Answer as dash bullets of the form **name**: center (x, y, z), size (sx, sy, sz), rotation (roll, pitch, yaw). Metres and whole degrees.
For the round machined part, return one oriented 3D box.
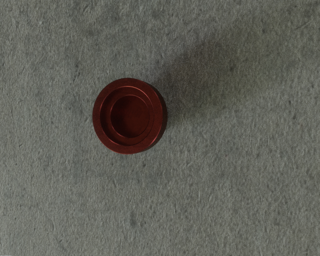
- **round machined part**: center (-0.036, -0.015, 0.412), size (0.098, 0.042, 0.097), rotation (0, 90, 19)
